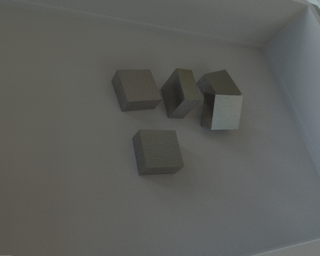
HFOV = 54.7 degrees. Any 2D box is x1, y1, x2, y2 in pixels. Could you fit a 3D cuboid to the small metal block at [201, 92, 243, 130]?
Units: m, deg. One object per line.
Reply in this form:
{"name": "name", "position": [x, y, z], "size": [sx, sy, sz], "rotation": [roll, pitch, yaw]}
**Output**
{"name": "small metal block", "position": [0.090, -0.025, 0.452], "size": [0.050, 0.025, 0.050], "rotation": [-1, 102, -29]}

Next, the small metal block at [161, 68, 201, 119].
{"name": "small metal block", "position": [0.028, -0.047, 0.433], "size": [0.025, 0.050, 0.050], "rotation": [1, 61, -28]}

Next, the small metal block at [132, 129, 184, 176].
{"name": "small metal block", "position": [-0.003, 0.030, 0.385], "size": [0.050, 0.025, 0.050], "rotation": [2, 61, -27]}

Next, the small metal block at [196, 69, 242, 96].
{"name": "small metal block", "position": [0.094, -0.063, 0.494], "size": [0.050, 0.025, 0.050], "rotation": [-19, 72, -35]}

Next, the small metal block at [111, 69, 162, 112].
{"name": "small metal block", "position": [-0.032, -0.052, 0.420], "size": [0.050, 0.025, 0.050], "rotation": [-7, 65, -31]}
